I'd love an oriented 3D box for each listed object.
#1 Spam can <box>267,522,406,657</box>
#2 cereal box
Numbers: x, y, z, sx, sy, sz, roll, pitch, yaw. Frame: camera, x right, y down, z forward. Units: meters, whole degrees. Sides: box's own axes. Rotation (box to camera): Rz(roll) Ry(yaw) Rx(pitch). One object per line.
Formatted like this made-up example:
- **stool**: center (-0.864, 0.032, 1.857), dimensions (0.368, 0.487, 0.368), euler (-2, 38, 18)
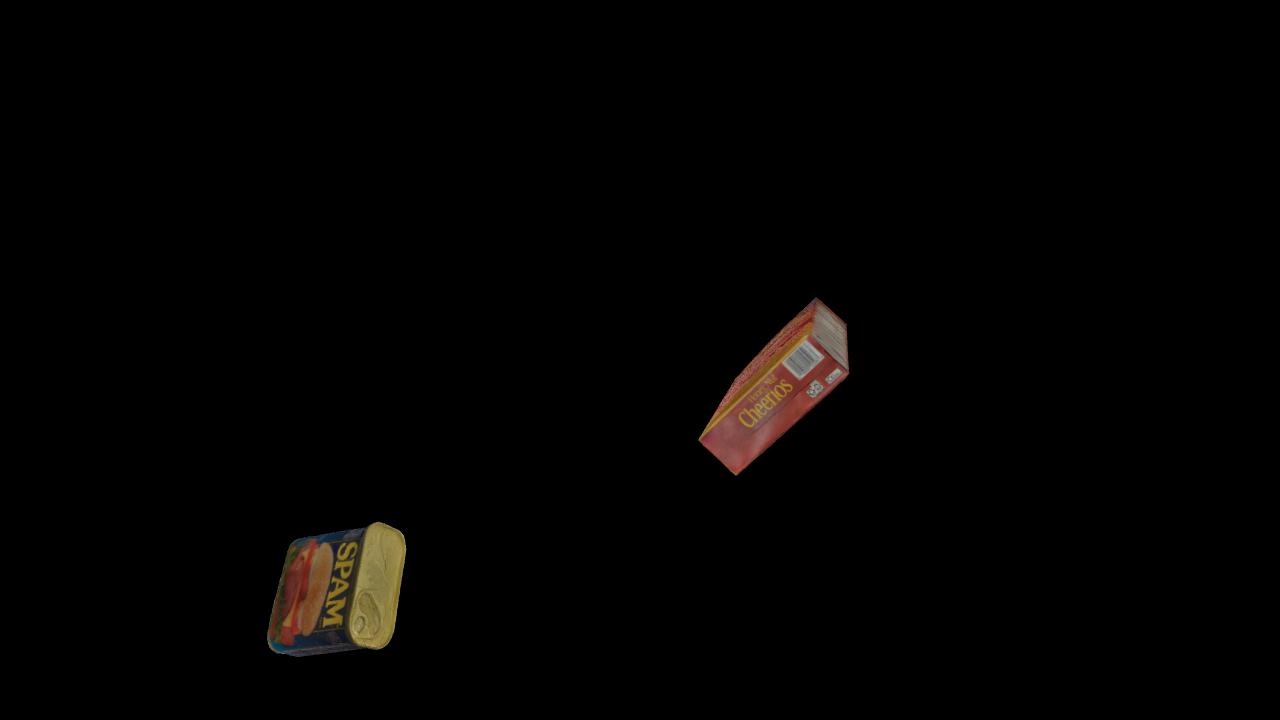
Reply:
- **Spam can**: center (-0.262, 0.200, 0.536), dimensions (0.085, 0.101, 0.058), euler (-12, -35, 13)
- **cereal box**: center (0.204, 0.024, 0.895), dimensions (0.203, 0.081, 0.306), euler (-48, -3, 23)
